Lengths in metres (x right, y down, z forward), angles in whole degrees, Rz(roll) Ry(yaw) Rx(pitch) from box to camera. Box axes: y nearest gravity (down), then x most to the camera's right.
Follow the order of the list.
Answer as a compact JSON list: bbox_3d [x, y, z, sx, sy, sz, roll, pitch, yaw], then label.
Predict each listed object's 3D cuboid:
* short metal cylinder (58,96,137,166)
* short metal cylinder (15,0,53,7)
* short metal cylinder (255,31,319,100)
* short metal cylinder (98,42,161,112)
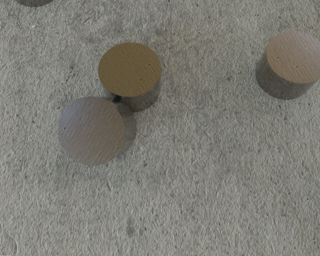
[{"bbox_3d":[-0.074,0.002,0.377,0.080,0.050,0.079,1,95,10],"label":"short metal cylinder"},{"bbox_3d":[-0.201,-0.237,0.480,0.081,0.050,0.080,0,70,0],"label":"short metal cylinder"},{"bbox_3d":[0.179,-0.085,0.427,0.081,0.050,0.080,0,70,0],"label":"short metal cylinder"},{"bbox_3d":[-0.039,-0.068,0.419,0.081,0.050,0.080,0,70,0],"label":"short metal cylinder"}]
